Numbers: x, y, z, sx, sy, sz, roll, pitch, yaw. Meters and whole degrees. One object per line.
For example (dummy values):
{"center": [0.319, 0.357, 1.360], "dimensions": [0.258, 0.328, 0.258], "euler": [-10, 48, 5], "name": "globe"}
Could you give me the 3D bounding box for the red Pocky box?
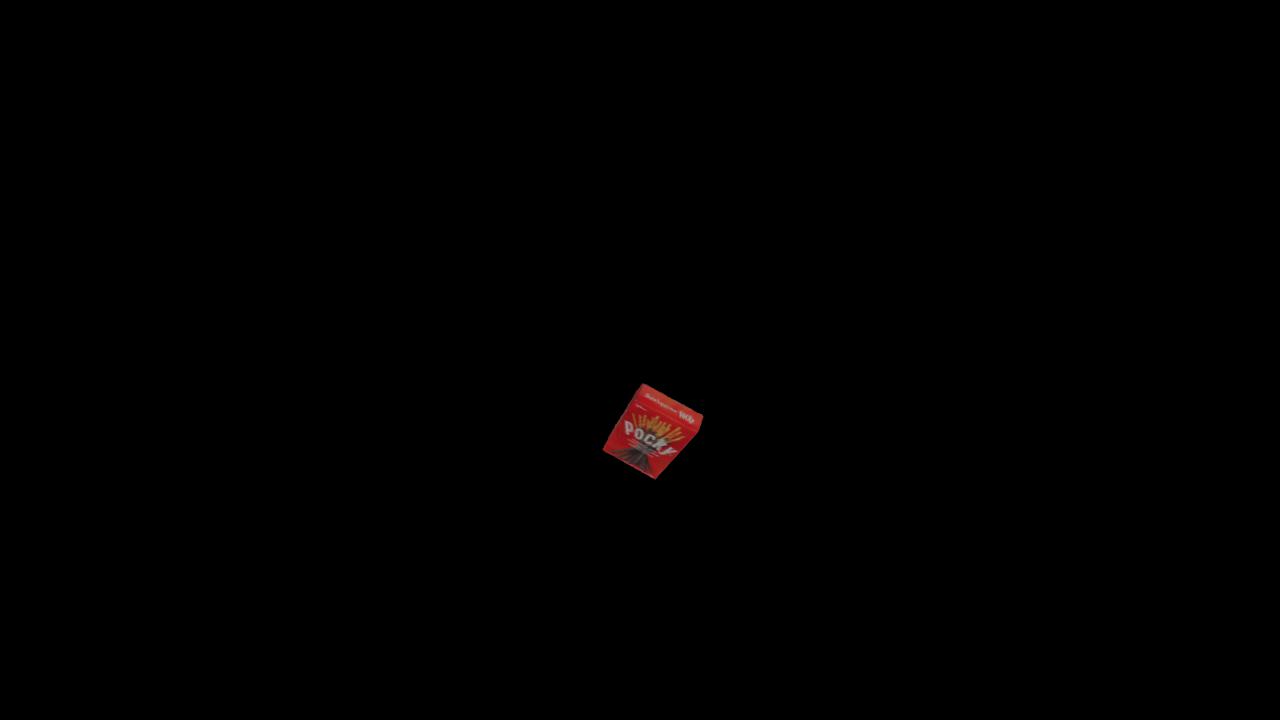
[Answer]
{"center": [0.011, 0.091, 0.751], "dimensions": [0.083, 0.028, 0.155], "euler": [29, -35, 0], "name": "red Pocky box"}
